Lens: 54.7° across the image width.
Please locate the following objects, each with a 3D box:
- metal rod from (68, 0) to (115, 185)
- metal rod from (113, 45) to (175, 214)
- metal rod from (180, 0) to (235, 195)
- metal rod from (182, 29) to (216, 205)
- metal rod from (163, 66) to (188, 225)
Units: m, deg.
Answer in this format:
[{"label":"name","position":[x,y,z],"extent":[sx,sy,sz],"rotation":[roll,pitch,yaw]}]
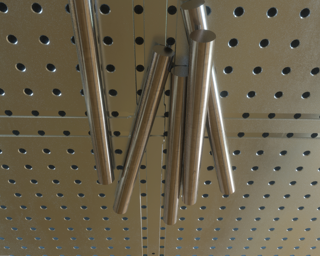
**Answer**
[{"label":"metal rod","position":[-0.079,-0.036,0.380],"extent":[0.025,0.025,0.298],"rotation":[1,130,-1]},{"label":"metal rod","position":[-0.032,0.026,0.432],"extent":[0.025,0.025,0.298],"rotation":[10,129,-9]},{"label":"metal rod","position":[0.070,-0.013,0.401],"extent":[0.025,0.025,0.299],"rotation":[-12,130,9]},{"label":"metal rod","position":[0.045,0.014,0.405],"extent":[0.025,0.025,0.298],"rotation":[-1,136,1]},{"label":"metal rod","position":[0.022,0.048,0.452],"extent":[0.025,0.025,0.298],"rotation":[1,130,-1]}]
